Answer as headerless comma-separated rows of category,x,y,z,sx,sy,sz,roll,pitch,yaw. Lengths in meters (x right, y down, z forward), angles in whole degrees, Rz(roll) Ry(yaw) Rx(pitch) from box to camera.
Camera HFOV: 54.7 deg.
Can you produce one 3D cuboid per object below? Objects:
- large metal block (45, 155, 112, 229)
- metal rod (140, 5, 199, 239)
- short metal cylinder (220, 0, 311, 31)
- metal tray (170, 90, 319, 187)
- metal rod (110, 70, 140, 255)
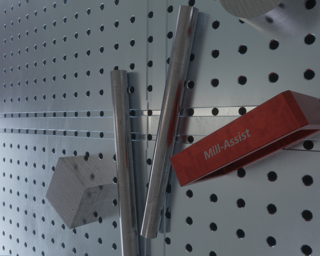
large metal block,-0.134,0.101,0.504,0.080,0.050,0.079,38,113,33
metal rod,0.010,-0.001,0.400,0.025,0.025,0.298,16,100,39
short metal cylinder,0.105,-0.143,0.307,0.080,0.050,0.079,0,90,40
metal tray,0.085,0.014,0.296,0.130,0.091,0.030,-34,69,35
metal rod,-0.050,0.065,0.450,0.025,0.025,0.298,-7,86,40
